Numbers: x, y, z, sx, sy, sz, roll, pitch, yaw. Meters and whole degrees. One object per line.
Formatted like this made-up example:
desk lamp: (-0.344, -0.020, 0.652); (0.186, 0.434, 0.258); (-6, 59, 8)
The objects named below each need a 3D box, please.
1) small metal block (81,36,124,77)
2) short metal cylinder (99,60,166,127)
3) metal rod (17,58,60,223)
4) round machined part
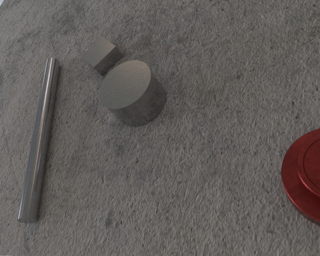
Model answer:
small metal block: (-0.100, -0.124, 0.532); (0.050, 0.025, 0.050); (-45, 51, -4)
short metal cylinder: (-0.038, -0.048, 0.437); (0.080, 0.050, 0.080); (-13, 56, 21)
metal rod: (-0.191, 0.001, 0.503); (0.025, 0.025, 0.299); (-17, 55, 18)
round machined part: (0.163, 0.041, 0.283); (0.098, 0.042, 0.098); (-13, 56, 21)
